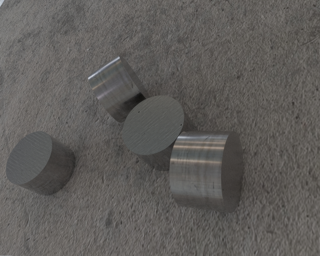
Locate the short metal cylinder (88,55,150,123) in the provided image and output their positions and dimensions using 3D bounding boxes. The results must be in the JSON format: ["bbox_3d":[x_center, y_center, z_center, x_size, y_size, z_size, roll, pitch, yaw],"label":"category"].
[{"bbox_3d":[-0.054,-0.054,0.430,0.050,0.080,0.080,-32,52,7],"label":"short metal cylinder"}]

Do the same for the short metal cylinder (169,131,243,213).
[{"bbox_3d":[0.050,0.043,0.316,0.050,0.080,0.080,0,62,28],"label":"short metal cylinder"}]

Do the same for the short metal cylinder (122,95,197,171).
[{"bbox_3d":[0.001,0.007,0.383,0.080,0.050,0.080,-13,56,21],"label":"short metal cylinder"}]

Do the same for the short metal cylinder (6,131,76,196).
[{"bbox_3d":[-0.171,0.051,0.446,0.080,0.050,0.080,-13,56,21],"label":"short metal cylinder"}]
